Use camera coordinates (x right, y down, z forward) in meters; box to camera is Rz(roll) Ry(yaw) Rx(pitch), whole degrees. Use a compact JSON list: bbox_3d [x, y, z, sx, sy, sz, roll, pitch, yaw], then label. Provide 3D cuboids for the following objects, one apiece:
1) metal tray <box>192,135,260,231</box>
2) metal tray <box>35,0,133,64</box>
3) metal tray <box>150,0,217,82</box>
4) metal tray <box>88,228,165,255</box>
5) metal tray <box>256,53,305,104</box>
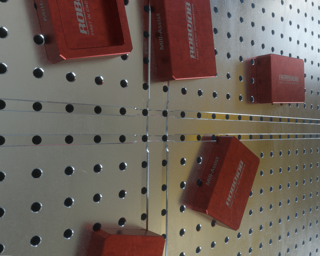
[{"bbox_3d":[0.111,0.088,0.502,0.090,0.030,0.130,37,67,-34],"label":"metal tray"},{"bbox_3d":[-0.085,-0.140,0.335,0.091,0.030,0.129,-18,101,-39],"label":"metal tray"},{"bbox_3d":[0.034,-0.133,0.437,0.091,0.030,0.129,-11,97,-40],"label":"metal tray"},{"bbox_3d":[-0.048,0.190,0.368,0.091,0.030,0.129,19,78,-39],"label":"metal tray"},{"bbox_3d":[0.241,-0.094,0.611,0.131,0.030,0.089,-4,93,-40],"label":"metal tray"}]
